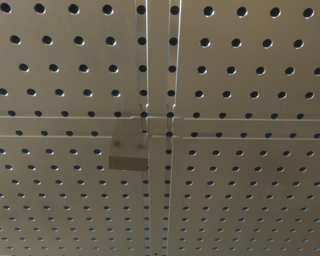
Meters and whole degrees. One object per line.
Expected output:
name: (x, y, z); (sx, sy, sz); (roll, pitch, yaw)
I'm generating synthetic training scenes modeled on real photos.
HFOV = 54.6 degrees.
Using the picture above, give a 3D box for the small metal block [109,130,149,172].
small metal block: (-0.041, 0.031, 0.421); (0.050, 0.050, 0.025); (5, 130, -4)
